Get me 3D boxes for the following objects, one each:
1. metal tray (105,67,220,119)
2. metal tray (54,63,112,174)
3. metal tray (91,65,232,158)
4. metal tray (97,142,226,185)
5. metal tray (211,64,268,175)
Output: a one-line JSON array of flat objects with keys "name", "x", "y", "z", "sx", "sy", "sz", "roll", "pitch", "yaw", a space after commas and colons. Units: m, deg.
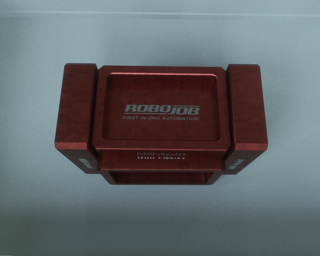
[{"name": "metal tray", "x": 0.002, "y": -0.041, "z": 0.387, "sx": 0.131, "sy": 0.090, "sz": 0.030, "roll": 0, "pitch": 71, "yaw": 0}, {"name": "metal tray", "x": -0.080, "y": -0.003, "z": 0.353, "sx": 0.030, "sy": 0.130, "sz": 0.090, "roll": 1, "pitch": 71, "yaw": 0}, {"name": "metal tray", "x": 0.002, "y": -0.017, "z": 0.315, "sx": 0.131, "sy": 0.030, "sz": 0.090, "roll": 1, "pitch": 70, "yaw": 0}, {"name": "metal tray", "x": 0.001, "y": 0.043, "z": 0.356, "sx": 0.131, "sy": 0.090, "sz": 0.030, "roll": 0, "pitch": 70, "yaw": 0}, {"name": "metal tray", "x": 0.083, "y": -0.002, "z": 0.353, "sx": 0.030, "sy": 0.130, "sz": 0.090, "roll": 1, "pitch": 71, "yaw": 0}]
